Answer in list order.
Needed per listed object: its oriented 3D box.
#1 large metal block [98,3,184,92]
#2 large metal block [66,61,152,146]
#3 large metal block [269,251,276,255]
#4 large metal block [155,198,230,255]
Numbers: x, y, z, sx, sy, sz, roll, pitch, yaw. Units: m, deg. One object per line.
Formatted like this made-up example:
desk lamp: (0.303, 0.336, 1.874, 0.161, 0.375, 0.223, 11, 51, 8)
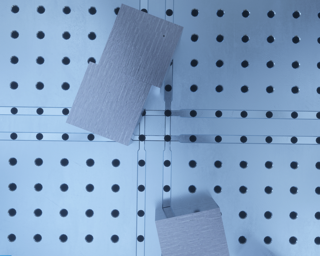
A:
large metal block: (-0.023, -0.100, 0.401, 0.080, 0.050, 0.080, 21, 90, -1)
large metal block: (-0.062, -0.030, 0.400, 0.080, 0.050, 0.080, 21, 90, -1)
large metal block: (0.170, 0.215, 0.388, 0.080, 0.080, 0.050, 38, 90, -1)
large metal block: (0.041, 0.144, 0.402, 0.080, 0.050, 0.080, -12, 90, -1)
